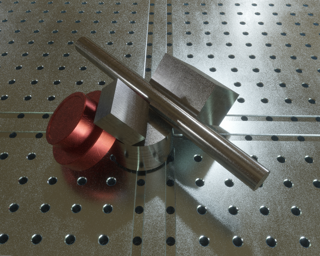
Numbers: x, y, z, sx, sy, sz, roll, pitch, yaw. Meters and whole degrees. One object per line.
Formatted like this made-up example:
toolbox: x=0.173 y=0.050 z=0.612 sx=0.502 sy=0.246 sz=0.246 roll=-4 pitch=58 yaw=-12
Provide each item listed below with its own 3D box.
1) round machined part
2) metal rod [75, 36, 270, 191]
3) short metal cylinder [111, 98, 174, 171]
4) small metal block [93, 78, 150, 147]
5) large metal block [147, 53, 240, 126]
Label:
round machined part: x=-0.094 y=-0.003 z=0.360 sx=0.098 sy=0.042 sz=0.098 roll=-24 pitch=48 yaw=30
metal rod: x=-0.005 y=-0.033 z=0.366 sx=0.025 sy=0.025 sz=0.300 roll=-36 pitch=59 yaw=-26
short metal cylinder: x=-0.023 y=0.005 z=0.381 sx=0.081 sy=0.050 sz=0.080 roll=0 pitch=50 yaw=0
small metal block: x=-0.039 y=-0.016 z=0.332 sx=0.025 sy=0.050 sz=0.050 roll=-27 pitch=42 yaw=32
large metal block: x=0.044 y=-0.047 z=0.399 sx=0.080 sy=0.050 sz=0.080 roll=39 pitch=17 yaw=27
